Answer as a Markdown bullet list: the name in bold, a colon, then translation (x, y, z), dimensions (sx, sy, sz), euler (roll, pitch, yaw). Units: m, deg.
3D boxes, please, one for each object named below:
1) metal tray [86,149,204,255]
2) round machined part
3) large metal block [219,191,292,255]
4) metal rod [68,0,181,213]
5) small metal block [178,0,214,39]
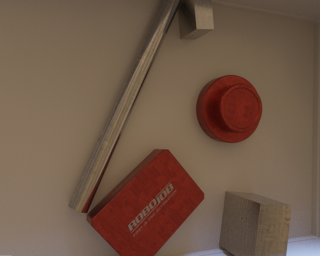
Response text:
- **metal tray**: translation (-0.015, 0.101, 0.397), dimensions (0.130, 0.030, 0.090), euler (-43, 104, -21)
- **round machined part**: translation (0.105, -0.027, 0.442), dimensions (0.099, 0.042, 0.097), euler (0, 90, -21)
- **large metal block**: translation (0.130, 0.137, 0.431), dimensions (0.050, 0.080, 0.080), euler (8, 87, -20)
- **metal rod**: translation (-0.041, -0.038, 0.395), dimensions (0.025, 0.025, 0.299), euler (26, 81, -19)
- **small metal block**: translation (0.047, -0.151, 0.415), dimensions (0.025, 0.050, 0.050), euler (-6, 92, -20)
